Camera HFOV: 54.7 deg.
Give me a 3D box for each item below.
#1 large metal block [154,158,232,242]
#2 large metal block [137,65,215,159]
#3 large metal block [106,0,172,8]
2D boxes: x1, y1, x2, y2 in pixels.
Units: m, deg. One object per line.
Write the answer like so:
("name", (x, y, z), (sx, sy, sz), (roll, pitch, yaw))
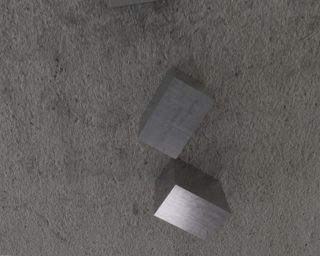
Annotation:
("large metal block", (0.040, 0.091, 0.414), (0.080, 0.080, 0.050), (29, 108, -10))
("large metal block", (0.016, -0.022, 0.372), (0.050, 0.080, 0.080), (29, 108, -10))
("large metal block", (-0.021, -0.176, 0.331), (0.080, 0.050, 0.079), (-8, 110, 2))
